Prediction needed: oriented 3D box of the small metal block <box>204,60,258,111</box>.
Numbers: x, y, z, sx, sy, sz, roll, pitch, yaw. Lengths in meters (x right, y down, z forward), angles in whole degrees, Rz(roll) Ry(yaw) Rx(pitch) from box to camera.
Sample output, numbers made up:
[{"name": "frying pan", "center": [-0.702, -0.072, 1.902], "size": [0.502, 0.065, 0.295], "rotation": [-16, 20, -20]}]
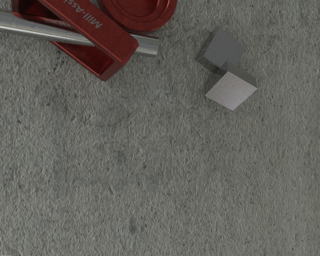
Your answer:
[{"name": "small metal block", "center": [0.097, -0.058, 0.431], "size": [0.050, 0.050, 0.025], "rotation": [25, 43, -19]}]

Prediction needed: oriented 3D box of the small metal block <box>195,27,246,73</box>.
[{"name": "small metal block", "center": [0.087, -0.106, 0.442], "size": [0.050, 0.025, 0.050], "rotation": [32, 79, -18]}]

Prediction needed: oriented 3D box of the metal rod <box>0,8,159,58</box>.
[{"name": "metal rod", "center": [-0.150, -0.114, 0.340], "size": [0.302, 0.025, 0.025], "rotation": [6, 88, -15]}]

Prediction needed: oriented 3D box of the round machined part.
[{"name": "round machined part", "center": [-0.031, -0.165, 0.389], "size": [0.099, 0.042, 0.097], "rotation": [0, 90, -21]}]

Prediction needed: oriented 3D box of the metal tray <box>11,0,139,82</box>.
[{"name": "metal tray", "center": [-0.095, -0.110, 0.338], "size": [0.130, 0.090, 0.030], "rotation": [37, 73, -17]}]
